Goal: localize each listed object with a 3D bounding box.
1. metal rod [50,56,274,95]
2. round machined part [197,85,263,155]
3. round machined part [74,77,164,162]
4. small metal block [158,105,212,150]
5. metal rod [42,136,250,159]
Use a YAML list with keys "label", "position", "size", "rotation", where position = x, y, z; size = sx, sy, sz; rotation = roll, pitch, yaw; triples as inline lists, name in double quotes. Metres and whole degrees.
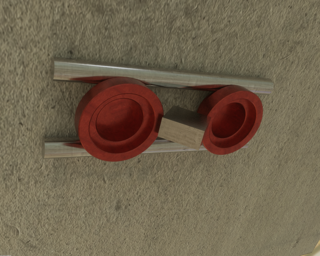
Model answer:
- label: "metal rod"
  position: [0.024, -0.060, 0.384]
  size: [0.303, 0.025, 0.025]
  rotation: [0, 119, -29]
- label: "round machined part"
  position: [0.090, -0.014, 0.431]
  size: [0.099, 0.042, 0.097]
  rotation: [-14, 124, -21]
- label: "round machined part"
  position: [-0.049, -0.013, 0.357]
  size: [0.099, 0.042, 0.097]
  rotation: [-14, 124, -21]
- label: "small metal block"
  position: [0.031, -0.002, 0.374]
  size: [0.050, 0.050, 0.025]
  rotation: [19, 115, 11]
- label: "metal rod"
  position: [0.001, 0.022, 0.422]
  size: [0.303, 0.025, 0.025]
  rotation: [0, 119, -29]
